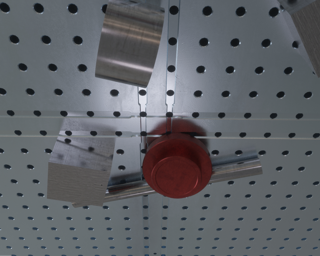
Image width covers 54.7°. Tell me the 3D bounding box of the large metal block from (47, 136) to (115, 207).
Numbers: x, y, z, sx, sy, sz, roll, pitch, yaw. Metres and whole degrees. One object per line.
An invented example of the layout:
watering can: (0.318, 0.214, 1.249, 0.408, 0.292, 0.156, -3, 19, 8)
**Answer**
large metal block: (-0.115, 0.064, 0.449, 0.081, 0.050, 0.079, 11, 129, -10)

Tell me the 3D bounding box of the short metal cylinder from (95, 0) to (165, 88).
short metal cylinder: (-0.030, -0.083, 0.304, 0.050, 0.080, 0.079, 12, 129, -10)

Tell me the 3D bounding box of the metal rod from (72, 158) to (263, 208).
metal rod: (0.004, 0.088, 0.486, 0.301, 0.025, 0.025, -12, 129, 10)

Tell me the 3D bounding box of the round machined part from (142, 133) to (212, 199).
round machined part: (0.024, 0.059, 0.434, 0.099, 0.042, 0.097, 2, 114, 4)

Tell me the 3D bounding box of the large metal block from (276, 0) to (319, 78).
large metal block: (0.173, -0.110, 0.304, 0.080, 0.050, 0.080, -28, 125, 22)
